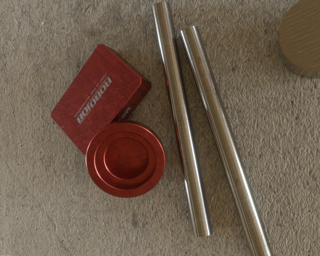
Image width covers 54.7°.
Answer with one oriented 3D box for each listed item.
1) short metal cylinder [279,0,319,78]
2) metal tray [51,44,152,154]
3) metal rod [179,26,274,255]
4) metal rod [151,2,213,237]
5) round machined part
[{"bbox_3d":[0.172,-0.097,0.335,0.080,0.050,0.080,0,90,20],"label":"short metal cylinder"},{"bbox_3d":[-0.084,-0.038,0.430,0.090,0.030,0.130,44,103,21],"label":"metal tray"},{"bbox_3d":[0.080,0.018,0.380,0.025,0.025,0.299,-19,84,19],"label":"metal rod"},{"bbox_3d":[0.028,-0.014,0.399,0.025,0.025,0.298,-12,86,19],"label":"metal rod"},{"bbox_3d":[-0.042,0.037,0.404,0.099,0.042,0.097,0,102,1],"label":"round machined part"}]
